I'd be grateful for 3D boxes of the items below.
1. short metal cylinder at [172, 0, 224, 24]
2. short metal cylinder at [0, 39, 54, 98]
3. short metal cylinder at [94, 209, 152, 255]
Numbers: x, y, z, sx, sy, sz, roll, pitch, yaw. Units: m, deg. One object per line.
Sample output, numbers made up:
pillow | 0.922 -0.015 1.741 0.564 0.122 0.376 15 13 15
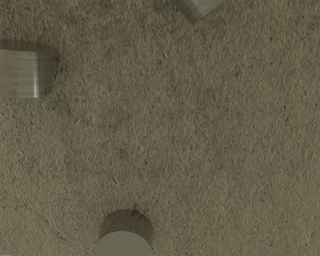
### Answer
short metal cylinder | 0.048 -0.155 0.323 0.080 0.080 0.050 -39 106 13
short metal cylinder | -0.164 -0.070 0.353 0.081 0.080 0.050 8 110 -3
short metal cylinder | -0.052 0.169 0.458 0.081 0.050 0.079 0 110 0
